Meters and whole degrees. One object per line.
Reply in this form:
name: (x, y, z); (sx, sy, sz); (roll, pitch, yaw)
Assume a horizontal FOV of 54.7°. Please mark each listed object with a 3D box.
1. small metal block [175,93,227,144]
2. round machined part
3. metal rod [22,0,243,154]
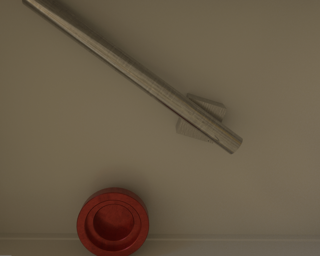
small metal block: (0.053, -0.013, 0.407); (0.050, 0.025, 0.050); (16, 109, -7)
round machined part: (-0.065, 0.131, 0.443); (0.099, 0.042, 0.097); (-1, 99, -4)
metal rod: (-0.027, -0.064, 0.369); (0.301, 0.025, 0.025); (36, 106, -6)
